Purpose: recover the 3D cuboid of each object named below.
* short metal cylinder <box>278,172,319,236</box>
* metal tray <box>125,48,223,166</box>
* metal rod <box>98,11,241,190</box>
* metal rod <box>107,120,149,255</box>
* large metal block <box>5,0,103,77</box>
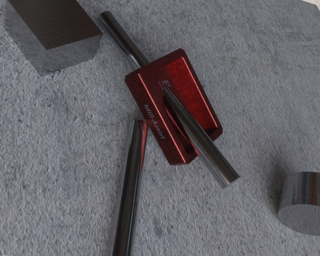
[{"bbox_3d":[0.204,0.103,0.418,0.080,0.080,0.050,31,52,-9],"label":"short metal cylinder"},{"bbox_3d":[0.022,-0.028,0.403,0.091,0.030,0.130,-36,103,-39],"label":"metal tray"},{"bbox_3d":[0.001,-0.050,0.410,0.025,0.025,0.299,-20,65,-36],"label":"metal rod"},{"bbox_3d":[-0.039,0.121,0.309,0.025,0.025,0.300,18,54,-18],"label":"metal rod"},{"bbox_3d":[-0.134,-0.122,0.391,0.081,0.050,0.080,-32,80,-38],"label":"large metal block"}]
